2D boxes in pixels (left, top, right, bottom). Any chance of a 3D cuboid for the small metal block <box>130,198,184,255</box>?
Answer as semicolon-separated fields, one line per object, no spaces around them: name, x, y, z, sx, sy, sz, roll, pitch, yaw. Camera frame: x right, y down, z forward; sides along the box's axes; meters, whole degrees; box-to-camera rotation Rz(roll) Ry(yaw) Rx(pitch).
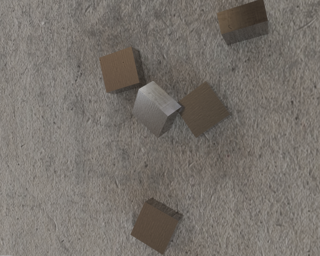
small metal block;-0.004;0.129;0.410;0.050;0.025;0.050;26;98;18

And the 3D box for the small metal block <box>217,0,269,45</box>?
small metal block;0.098;-0.121;0.361;0.050;0.050;0.025;-12;86;19

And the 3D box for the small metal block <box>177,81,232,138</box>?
small metal block;0.054;-0.023;0.390;0.050;0.025;0.050;-37;79;16

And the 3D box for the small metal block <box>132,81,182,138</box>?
small metal block;-0.006;-0.023;0.397;0.050;0.025;0.050;44;146;14

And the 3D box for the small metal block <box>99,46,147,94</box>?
small metal block;-0.051;-0.078;0.427;0.050;0.025;0.050;-14;85;19
